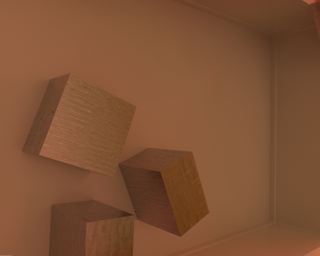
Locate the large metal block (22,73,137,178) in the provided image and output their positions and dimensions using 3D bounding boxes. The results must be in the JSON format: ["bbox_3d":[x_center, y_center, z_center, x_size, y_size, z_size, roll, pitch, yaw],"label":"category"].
[{"bbox_3d":[-0.081,0.000,0.322,0.080,0.050,0.080,26,74,-37],"label":"large metal block"}]

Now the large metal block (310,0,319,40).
[{"bbox_3d":[0.279,-0.171,0.470,0.080,0.050,0.080,-42,116,-32],"label":"large metal block"}]

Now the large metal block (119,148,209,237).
[{"bbox_3d":[0.004,0.073,0.374,0.050,0.080,0.080,-27,107,-37],"label":"large metal block"}]

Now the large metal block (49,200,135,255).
[{"bbox_3d":[-0.071,0.122,0.311,0.050,0.080,0.080,4,88,-40],"label":"large metal block"}]
